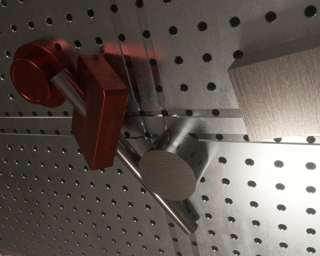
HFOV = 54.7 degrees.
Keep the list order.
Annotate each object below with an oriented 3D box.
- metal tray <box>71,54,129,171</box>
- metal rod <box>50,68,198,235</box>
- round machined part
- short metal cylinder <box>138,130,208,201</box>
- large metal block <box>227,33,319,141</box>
[{"bbox_3d":[-0.084,-0.019,0.408,0.090,0.030,0.129,52,139,37],"label":"metal tray"},{"bbox_3d":[-0.040,0.044,0.436,0.025,0.025,0.300,-25,112,36],"label":"metal rod"},{"bbox_3d":[-0.173,-0.072,0.444,0.098,0.042,0.097,13,124,20],"label":"round machined part"},{"bbox_3d":[0.019,0.050,0.415,0.080,0.050,0.079,13,124,20],"label":"short metal cylinder"},{"bbox_3d":[0.123,-0.038,0.307,0.080,0.050,0.080,-10,114,32],"label":"large metal block"}]
